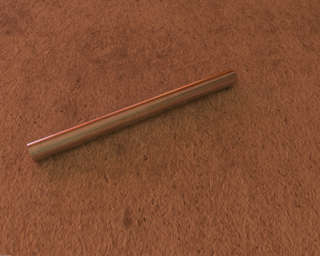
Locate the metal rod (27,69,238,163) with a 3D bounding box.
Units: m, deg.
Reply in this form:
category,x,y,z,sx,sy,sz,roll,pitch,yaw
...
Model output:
category,x,y,z,sx,sy,sz,roll,pitch,yaw
metal rod,-0.024,-0.024,0.423,0.302,0.025,0.025,-22,54,-18
